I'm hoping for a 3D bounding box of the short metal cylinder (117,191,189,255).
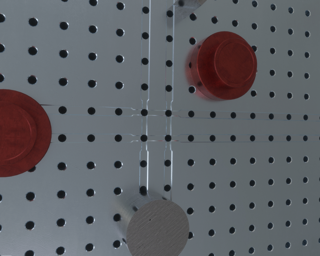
[{"bbox_3d":[-0.010,0.126,0.396,0.081,0.050,0.080,0,90,-20],"label":"short metal cylinder"}]

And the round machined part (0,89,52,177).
[{"bbox_3d":[-0.171,0.006,0.340,0.099,0.042,0.097,0,90,-20],"label":"round machined part"}]

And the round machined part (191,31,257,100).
[{"bbox_3d":[0.097,-0.089,0.439,0.099,0.042,0.097,0,90,-20],"label":"round machined part"}]

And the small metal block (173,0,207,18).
[{"bbox_3d":[0.052,-0.182,0.418,0.025,0.050,0.050,47,76,-14],"label":"small metal block"}]
